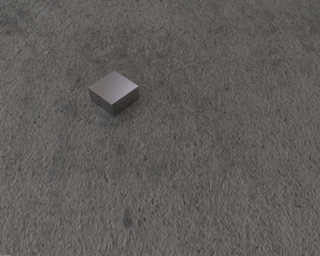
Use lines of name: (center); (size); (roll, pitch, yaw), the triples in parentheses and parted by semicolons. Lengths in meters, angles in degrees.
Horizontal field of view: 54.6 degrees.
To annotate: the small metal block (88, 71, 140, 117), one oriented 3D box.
small metal block: (-0.066, -0.050, 0.445); (0.050, 0.025, 0.050); (35, 58, 26)
